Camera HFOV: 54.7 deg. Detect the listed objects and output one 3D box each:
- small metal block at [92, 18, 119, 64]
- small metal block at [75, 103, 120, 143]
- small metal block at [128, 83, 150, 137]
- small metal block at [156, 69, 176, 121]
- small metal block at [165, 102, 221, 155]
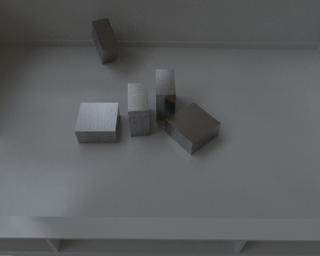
[{"bbox_3d":[-0.087,-0.136,0.491,0.025,0.050,0.050,-19,82,-15],"label":"small metal block"},{"bbox_3d":[-0.081,-0.007,0.410,0.050,0.025,0.050,0,50,-1],"label":"small metal block"},{"bbox_3d":[-0.028,-0.024,0.409,0.025,0.050,0.050,-3,50,-3],"label":"small metal block"},{"bbox_3d":[0.007,-0.045,0.427,0.025,0.050,0.050,-1,50,-1],"label":"small metal block"},{"bbox_3d":[0.042,0.000,0.406,0.050,0.025,0.050,-33,58,-25],"label":"small metal block"}]
